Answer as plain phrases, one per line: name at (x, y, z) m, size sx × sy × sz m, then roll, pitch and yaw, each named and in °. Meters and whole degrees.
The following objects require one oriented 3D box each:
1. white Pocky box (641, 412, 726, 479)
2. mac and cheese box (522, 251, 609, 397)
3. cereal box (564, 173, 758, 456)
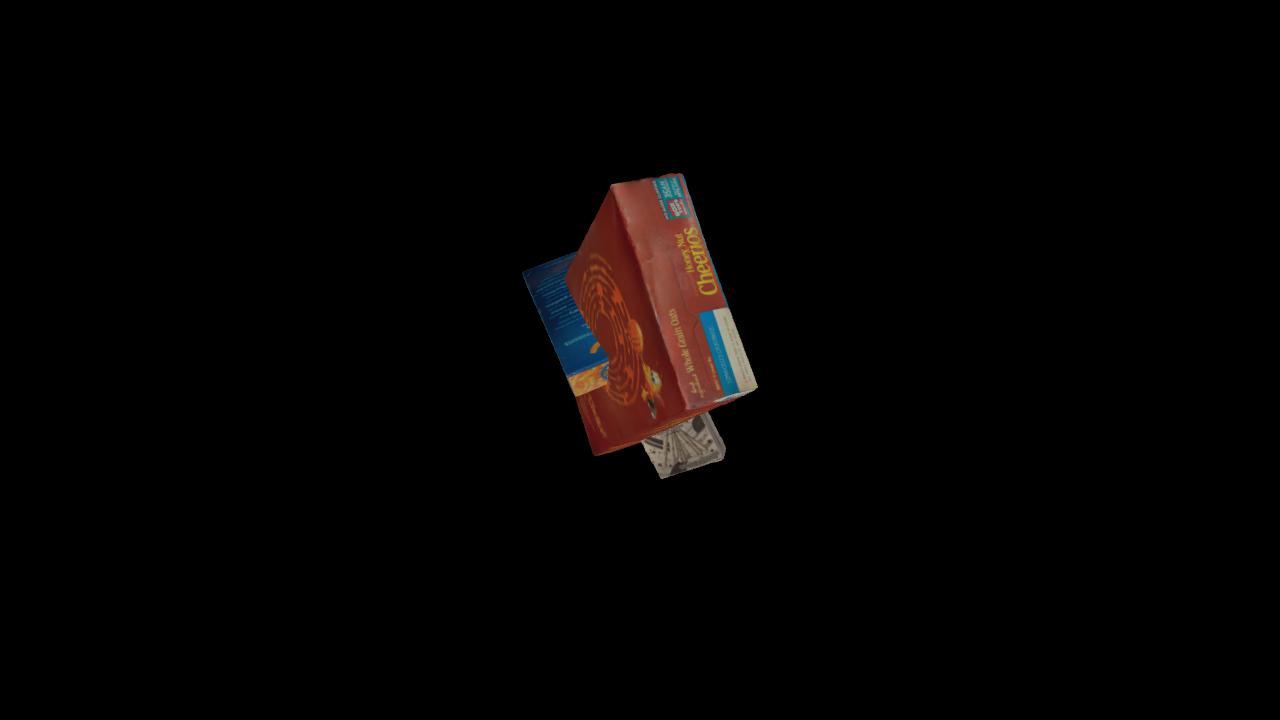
white Pocky box at (0.029, 0.056, 0.700) m, size 0.084 × 0.154 × 0.028 m, roll -22°, pitch 14°, yaw 22°
mac and cheese box at (-0.060, -0.049, 0.673) m, size 0.093 × 0.041 × 0.184 m, roll -22°, pitch 48°, yaw -8°
cereal box at (-0.008, -0.022, 0.639) m, size 0.081 × 0.203 × 0.306 m, roll -15°, pitch -11°, yaw -23°
